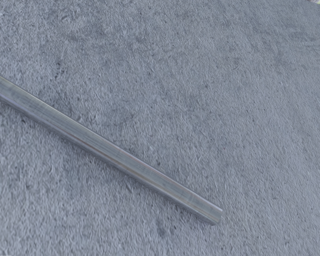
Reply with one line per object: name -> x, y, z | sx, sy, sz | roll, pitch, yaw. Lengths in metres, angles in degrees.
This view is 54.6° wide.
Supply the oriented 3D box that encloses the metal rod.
metal rod -> -0.059, 0.028, 0.354 | 0.301, 0.025, 0.025 | 32, 52, -8
